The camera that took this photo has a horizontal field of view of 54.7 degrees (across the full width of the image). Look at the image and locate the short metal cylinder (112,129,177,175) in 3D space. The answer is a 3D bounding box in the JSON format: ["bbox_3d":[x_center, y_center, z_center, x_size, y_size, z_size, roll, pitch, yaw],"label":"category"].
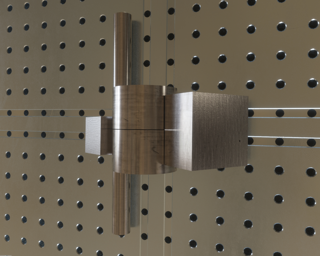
[{"bbox_3d":[-0.019,0.027,0.385,0.080,0.080,0.050,1,90,20],"label":"short metal cylinder"}]

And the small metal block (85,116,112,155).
[{"bbox_3d":[-0.081,0.010,0.425,0.050,0.025,0.050,0,89,54],"label":"small metal block"}]

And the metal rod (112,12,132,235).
[{"bbox_3d":[-0.052,-0.006,0.426,0.025,0.025,0.298,0,90,20],"label":"metal rod"}]

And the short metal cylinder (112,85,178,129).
[{"bbox_3d":[-0.019,-0.024,0.385,0.080,0.080,0.050,1,90,20],"label":"short metal cylinder"}]

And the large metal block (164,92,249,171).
[{"bbox_3d":[0.053,0.003,0.353,0.050,0.081,0.079,2,92,58],"label":"large metal block"}]
